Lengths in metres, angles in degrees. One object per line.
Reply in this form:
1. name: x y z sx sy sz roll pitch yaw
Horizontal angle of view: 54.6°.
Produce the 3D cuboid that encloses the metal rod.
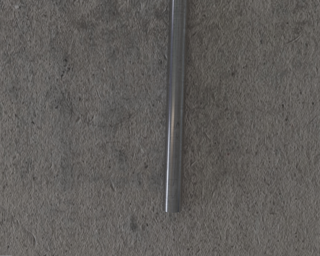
1. metal rod: 0.021 -0.041 0.410 0.025 0.025 0.298 2 90 0
